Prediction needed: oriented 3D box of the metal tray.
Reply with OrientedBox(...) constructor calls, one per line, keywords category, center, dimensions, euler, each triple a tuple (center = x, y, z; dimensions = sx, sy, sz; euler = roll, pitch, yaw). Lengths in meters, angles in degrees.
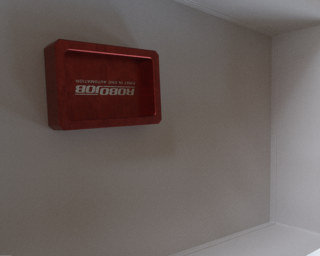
OrientedBox(category="metal tray", center=(-0.059, -0.046, 0.352), dimensions=(0.131, 0.030, 0.090), euler=(-5, 93, -40))
